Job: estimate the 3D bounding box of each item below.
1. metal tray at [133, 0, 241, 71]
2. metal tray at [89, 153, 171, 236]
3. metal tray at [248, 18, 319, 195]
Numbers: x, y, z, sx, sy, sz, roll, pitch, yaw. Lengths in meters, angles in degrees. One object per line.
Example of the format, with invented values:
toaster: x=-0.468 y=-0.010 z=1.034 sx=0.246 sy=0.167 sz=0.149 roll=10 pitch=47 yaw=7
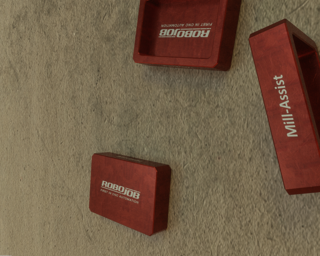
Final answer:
metal tray: x=0.027 y=-0.120 z=0.378 sx=0.130 sy=0.030 sz=0.089 roll=13 pitch=99 yaw=39
metal tray: x=-0.047 y=0.088 z=0.440 sx=0.130 sy=0.030 sz=0.089 roll=7 pitch=94 yaw=39
metal tray: x=0.121 y=-0.016 z=0.262 sx=0.030 sy=0.091 sz=0.129 roll=-18 pitch=79 yaw=39
